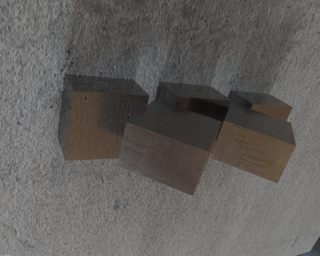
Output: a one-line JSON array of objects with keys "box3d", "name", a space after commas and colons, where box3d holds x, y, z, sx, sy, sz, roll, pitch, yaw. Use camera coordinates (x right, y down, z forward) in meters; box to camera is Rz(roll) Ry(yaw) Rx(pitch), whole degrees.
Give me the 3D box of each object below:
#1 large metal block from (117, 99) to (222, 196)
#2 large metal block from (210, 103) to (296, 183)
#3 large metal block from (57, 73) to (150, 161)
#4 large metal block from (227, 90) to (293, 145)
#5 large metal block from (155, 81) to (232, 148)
[{"box3d": [0.013, 0.015, 0.326, 0.080, 0.080, 0.050, -47, 155, -62], "name": "large metal block"}, {"box3d": [0.115, 0.014, 0.385, 0.080, 0.080, 0.050, 20, 114, 11], "name": "large metal block"}, {"box3d": [-0.066, -0.012, 0.350, 0.081, 0.050, 0.079, 0, 118, -29], "name": "large metal block"}, {"box3d": [0.137, -0.008, 0.465, 0.081, 0.050, 0.079, 1, 118, -30], "name": "large metal block"}, {"box3d": [0.035, -0.012, 0.406, 0.081, 0.050, 0.079, 1, 118, -29], "name": "large metal block"}]
